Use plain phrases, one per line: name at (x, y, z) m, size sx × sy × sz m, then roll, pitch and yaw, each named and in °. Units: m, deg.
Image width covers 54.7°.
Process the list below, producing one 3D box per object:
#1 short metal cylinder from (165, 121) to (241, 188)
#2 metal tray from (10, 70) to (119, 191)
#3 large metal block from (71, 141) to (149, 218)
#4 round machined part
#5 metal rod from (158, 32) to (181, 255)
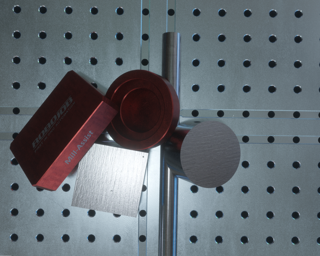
short metal cylinder at (0.052, 0.031, 0.388) m, size 0.081 × 0.050 × 0.079 m, roll 0°, pitch 90°, yaw -20°
metal tray at (-0.121, 0.001, 0.385) m, size 0.130 × 0.030 × 0.090 m, roll -52°, pitch 52°, yaw 0°
large metal block at (-0.061, 0.062, 0.400) m, size 0.080 × 0.050 × 0.080 m, roll 10°, pitch 90°, yaw 0°
round machined part at (-0.020, -0.022, 0.392) m, size 0.098 × 0.042 × 0.097 m, roll 0°, pitch 89°, yaw 25°
metal rod at (0.013, 0.024, 0.414) m, size 0.025 × 0.025 × 0.298 m, roll 1°, pitch 90°, yaw 0°
